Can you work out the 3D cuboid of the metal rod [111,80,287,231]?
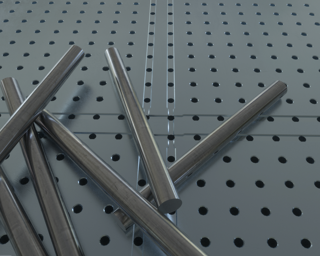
[{"bbox_3d":[0.066,0.020,0.391,0.302,0.025,0.025,-36,59,-26],"label":"metal rod"}]

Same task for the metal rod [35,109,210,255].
[{"bbox_3d":[-0.057,0.055,0.334,0.025,0.025,0.300,-36,51,-26],"label":"metal rod"}]

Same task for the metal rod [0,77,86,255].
[{"bbox_3d":[-0.152,0.035,0.377,0.025,0.025,0.300,-23,54,-18],"label":"metal rod"}]

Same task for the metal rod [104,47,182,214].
[{"bbox_3d":[-0.035,-0.022,0.407,0.025,0.025,0.300,-14,45,-11],"label":"metal rod"}]

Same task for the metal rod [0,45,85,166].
[{"bbox_3d":[-0.171,-0.006,0.377,0.025,0.025,0.300,14,51,11],"label":"metal rod"}]

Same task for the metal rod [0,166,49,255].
[{"bbox_3d":[-0.162,0.087,0.333,0.025,0.025,0.300,-31,57,-23],"label":"metal rod"}]
